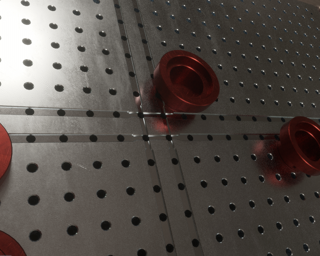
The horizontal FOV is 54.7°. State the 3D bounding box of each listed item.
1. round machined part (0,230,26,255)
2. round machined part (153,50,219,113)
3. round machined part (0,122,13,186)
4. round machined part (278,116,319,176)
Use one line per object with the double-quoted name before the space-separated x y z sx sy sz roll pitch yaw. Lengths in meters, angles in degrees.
"round machined part" -0.153 0.125 0.239 0.099 0.042 0.098 14 56 -21
"round machined part" 0.035 -0.064 0.457 0.099 0.042 0.098 14 56 -21
"round machined part" -0.189 0.021 0.283 0.099 0.042 0.098 14 56 -21
"round machined part" 0.234 0.033 0.506 0.099 0.042 0.098 14 56 -21
